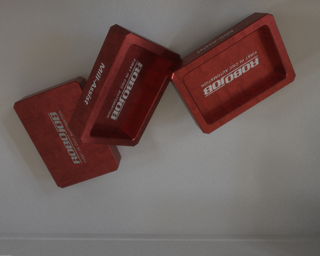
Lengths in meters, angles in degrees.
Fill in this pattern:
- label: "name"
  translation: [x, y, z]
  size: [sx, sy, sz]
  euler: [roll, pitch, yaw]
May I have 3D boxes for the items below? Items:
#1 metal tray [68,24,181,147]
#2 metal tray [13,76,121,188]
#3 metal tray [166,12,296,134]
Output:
- label: "metal tray"
  translation: [-0.040, -0.042, 0.361]
  size: [0.091, 0.030, 0.129]
  euler: [9, 114, -50]
- label: "metal tray"
  translation: [-0.118, 0.008, 0.410]
  size: [0.090, 0.030, 0.129]
  euler: [-19, 109, 7]
- label: "metal tray"
  translation: [0.085, -0.064, 0.368]
  size: [0.130, 0.030, 0.090]
  euler: [-32, 115, 1]
